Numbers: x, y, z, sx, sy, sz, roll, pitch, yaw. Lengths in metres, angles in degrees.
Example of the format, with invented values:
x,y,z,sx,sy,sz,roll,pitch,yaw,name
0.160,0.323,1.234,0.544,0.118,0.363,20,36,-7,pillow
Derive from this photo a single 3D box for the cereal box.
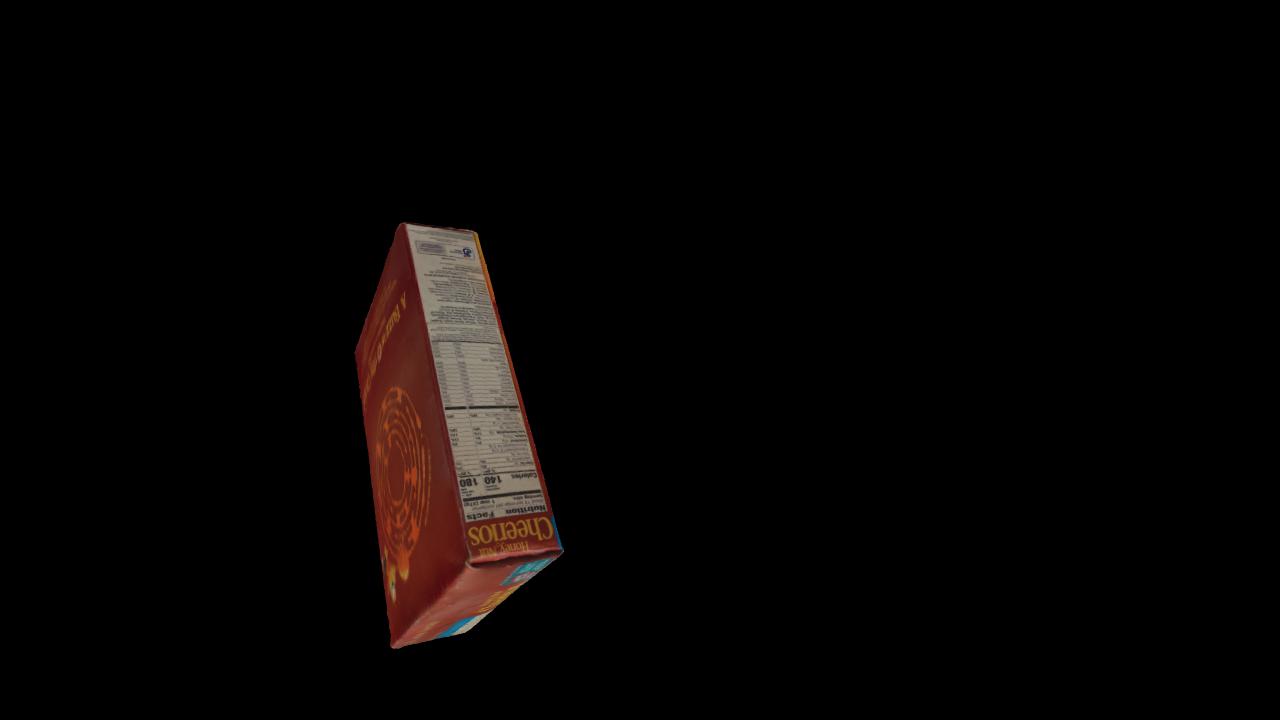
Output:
x,y,z,sx,sy,sz,roll,pitch,yaw,name
-0.175,0.063,0.532,0.081,0.306,0.203,1,-35,-37,cereal box
